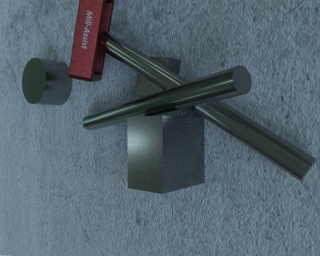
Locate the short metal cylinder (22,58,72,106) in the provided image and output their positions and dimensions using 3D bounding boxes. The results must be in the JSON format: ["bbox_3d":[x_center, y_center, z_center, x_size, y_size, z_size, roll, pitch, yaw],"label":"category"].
[{"bbox_3d":[-0.201,-0.081,0.551,0.080,0.050,0.079,0,90,39],"label":"short metal cylinder"}]

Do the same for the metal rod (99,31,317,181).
[{"bbox_3d":[0.029,-0.041,0.351,0.300,0.025,0.025,37,113,28],"label":"metal rod"}]

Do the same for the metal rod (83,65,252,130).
[{"bbox_3d":[-0.021,-0.025,0.378,0.299,0.025,0.025,-10,84,52],"label":"metal rod"}]

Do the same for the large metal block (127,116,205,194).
[{"bbox_3d":[0.009,0.027,0.360,0.050,0.081,0.079,-1,90,40],"label":"large metal block"}]

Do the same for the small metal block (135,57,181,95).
[{"bbox_3d":[-0.003,-0.066,0.406,0.050,0.025,0.050,11,97,39],"label":"small metal block"}]

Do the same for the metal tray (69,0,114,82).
[{"bbox_3d":[-0.095,-0.133,0.440,0.030,0.090,0.129,11,99,-4],"label":"metal tray"}]
